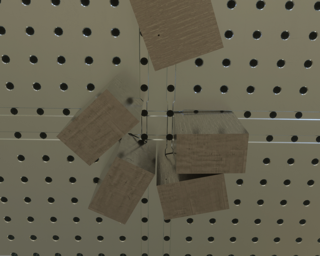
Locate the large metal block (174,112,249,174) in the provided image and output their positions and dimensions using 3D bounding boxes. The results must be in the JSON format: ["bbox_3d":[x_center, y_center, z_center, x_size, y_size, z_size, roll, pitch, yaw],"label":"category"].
[{"bbox_3d":[0.059,0.016,0.390,0.080,0.080,0.050,0,110,0],"label":"large metal block"}]

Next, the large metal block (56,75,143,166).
[{"bbox_3d":[-0.069,-0.012,0.379,0.080,0.080,0.050,-41,105,13],"label":"large metal block"}]

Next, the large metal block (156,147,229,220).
[{"bbox_3d":[0.040,0.070,0.410,0.080,0.080,0.050,-11,110,4],"label":"large metal block"}]

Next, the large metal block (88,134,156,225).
[{"bbox_3d":[-0.047,0.062,0.407,0.050,0.080,0.080,27,108,-9],"label":"large metal block"}]

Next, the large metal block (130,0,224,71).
[{"bbox_3d":[0.019,-0.120,0.356,0.080,0.050,0.080,-18,109,6],"label":"large metal block"}]
